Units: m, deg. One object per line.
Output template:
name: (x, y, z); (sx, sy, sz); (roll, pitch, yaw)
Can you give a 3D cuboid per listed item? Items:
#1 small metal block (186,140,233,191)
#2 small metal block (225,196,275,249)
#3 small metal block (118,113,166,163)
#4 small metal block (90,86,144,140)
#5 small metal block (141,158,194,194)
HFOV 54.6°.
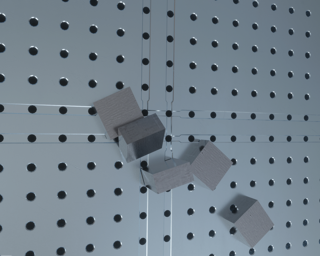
small metal block: (0.066, 0.052, 0.437); (0.050, 0.025, 0.050); (42, 77, -15)
small metal block: (0.133, 0.140, 0.462); (0.050, 0.025, 0.050); (-39, 103, -16)
small metal block: (-0.023, 0.013, 0.388); (0.050, 0.050, 0.025); (-23, 63, -18)
small metal block: (-0.053, -0.019, 0.393); (0.050, 0.025, 0.050); (-27, 99, -18)
small metal block: (0.009, 0.061, 0.402); (0.050, 0.050, 0.025); (-16, 96, -19)
